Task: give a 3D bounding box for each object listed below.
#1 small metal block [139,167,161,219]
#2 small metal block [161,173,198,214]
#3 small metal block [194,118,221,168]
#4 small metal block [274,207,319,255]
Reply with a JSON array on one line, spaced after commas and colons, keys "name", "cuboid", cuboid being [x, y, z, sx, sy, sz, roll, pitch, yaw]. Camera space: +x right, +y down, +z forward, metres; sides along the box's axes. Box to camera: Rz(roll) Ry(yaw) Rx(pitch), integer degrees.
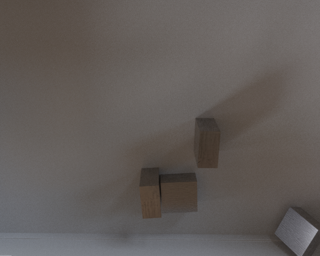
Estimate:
[{"name": "small metal block", "cuboid": [-0.012, 0.089, 0.431, 0.025, 0.050, 0.050, -4, 110, 1]}, {"name": "small metal block", "cuboid": [0.027, 0.094, 0.446, 0.050, 0.025, 0.050, -3, 110, 1]}, {"name": "small metal block", "cuboid": [0.060, 0.019, 0.405, 0.025, 0.050, 0.050, 1, 110, 0]}, {"name": "small metal block", "cuboid": [0.205, 0.151, 0.451, 0.025, 0.050, 0.050, 11, 110, -32]}]
